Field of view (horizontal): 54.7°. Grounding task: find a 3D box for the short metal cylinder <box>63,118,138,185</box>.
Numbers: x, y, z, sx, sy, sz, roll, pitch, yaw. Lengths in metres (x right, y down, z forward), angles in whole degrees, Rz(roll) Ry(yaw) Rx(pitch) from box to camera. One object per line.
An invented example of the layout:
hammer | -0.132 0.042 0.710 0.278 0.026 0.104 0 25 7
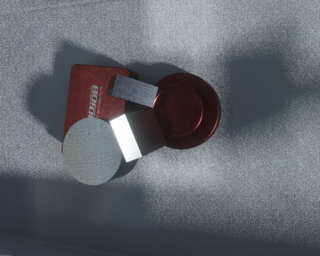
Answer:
short metal cylinder | -0.073 0.027 0.388 0.080 0.050 0.079 0 90 19

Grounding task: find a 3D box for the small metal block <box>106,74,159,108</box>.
small metal block | -0.036 -0.045 0.380 0.050 0.050 0.025 16 90 -18

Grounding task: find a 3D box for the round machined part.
round machined part | 0.025 -0.021 0.390 0.098 0.042 0.097 0 90 19

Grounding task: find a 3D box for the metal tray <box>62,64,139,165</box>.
metal tray | -0.084 -0.020 0.432 0.090 0.030 0.129 8 93 19

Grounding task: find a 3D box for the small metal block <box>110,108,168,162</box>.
small metal block | -0.024 0.006 0.361 0.025 0.050 0.050 -23 89 37
